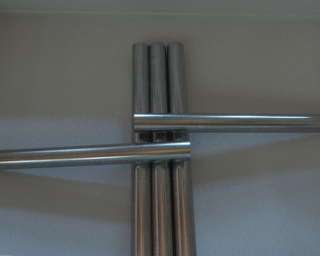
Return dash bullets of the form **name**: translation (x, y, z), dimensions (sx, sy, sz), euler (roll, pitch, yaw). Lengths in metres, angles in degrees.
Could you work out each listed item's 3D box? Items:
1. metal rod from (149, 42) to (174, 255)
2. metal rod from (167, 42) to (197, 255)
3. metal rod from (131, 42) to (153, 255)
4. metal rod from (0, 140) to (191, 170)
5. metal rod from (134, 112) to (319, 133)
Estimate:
- **metal rod**: translation (0.000, 0.022, 0.400), dimensions (0.025, 0.025, 0.299), euler (-1, 70, -1)
- **metal rod**: translation (0.026, 0.022, 0.401), dimensions (0.025, 0.025, 0.299), euler (-1, 70, -1)
- **metal rod**: translation (-0.024, 0.023, 0.400), dimensions (0.025, 0.025, 0.299), euler (-1, 70, -1)
- **metal rod**: translation (-0.114, 0.035, 0.377), dimensions (0.302, 0.025, 0.025), euler (-3, 70, 5)
- **metal rod**: translation (0.119, -0.006, 0.394), dimensions (0.302, 0.025, 0.025), euler (0, 70, -7)
